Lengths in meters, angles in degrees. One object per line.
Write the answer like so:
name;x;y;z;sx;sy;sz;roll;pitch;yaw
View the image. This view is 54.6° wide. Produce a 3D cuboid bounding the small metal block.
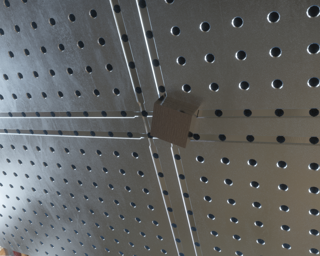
small metal block;0.018;-0.008;0.397;0.050;0.025;0.050;20;126;16
